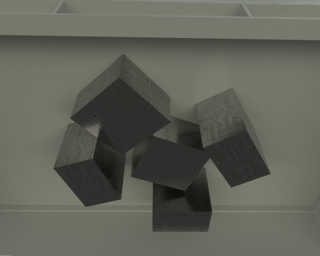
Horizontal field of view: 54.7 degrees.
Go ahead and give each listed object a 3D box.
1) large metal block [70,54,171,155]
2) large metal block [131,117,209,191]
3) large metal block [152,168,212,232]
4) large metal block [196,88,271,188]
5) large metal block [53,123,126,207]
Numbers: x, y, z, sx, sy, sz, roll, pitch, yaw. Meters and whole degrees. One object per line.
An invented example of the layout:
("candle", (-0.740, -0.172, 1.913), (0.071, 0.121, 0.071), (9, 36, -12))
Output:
("large metal block", (-0.044, -0.025, 0.368), (0.080, 0.050, 0.080), (-35, 123, 25))
("large metal block", (0.013, 0.033, 0.419), (0.081, 0.050, 0.079), (17, 128, -15))
("large metal block", (0.030, 0.106, 0.462), (0.081, 0.080, 0.050), (1, 130, -1))
("large metal block", (0.089, 0.012, 0.382), (0.050, 0.080, 0.080), (-25, 126, 19))
("large metal block", (-0.086, 0.043, 0.407), (0.050, 0.080, 0.080), (-15, 129, 12))
